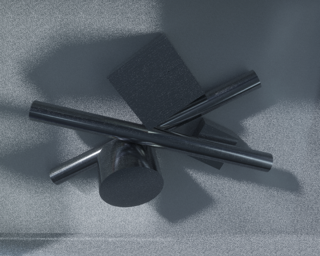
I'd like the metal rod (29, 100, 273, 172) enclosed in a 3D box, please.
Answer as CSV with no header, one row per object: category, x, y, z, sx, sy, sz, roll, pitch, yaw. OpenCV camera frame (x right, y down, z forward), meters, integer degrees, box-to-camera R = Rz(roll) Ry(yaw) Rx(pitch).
metal rod,-0.006,0.012,0.387,0.302,0.025,0.025,13,110,-5

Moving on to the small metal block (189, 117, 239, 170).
small metal block,0.069,0.021,0.417,0.050,0.025,0.050,25,108,-10

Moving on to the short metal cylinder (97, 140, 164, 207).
short metal cylinder,-0.040,0.058,0.402,0.081,0.050,0.079,-8,133,-9

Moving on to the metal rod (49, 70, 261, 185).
metal rod,-0.013,0.003,0.410,0.301,0.025,0.025,-26,108,8

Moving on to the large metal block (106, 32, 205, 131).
large metal block,-0.004,-0.057,0.375,0.080,0.050,0.080,-34,107,11
